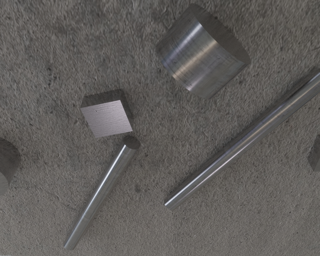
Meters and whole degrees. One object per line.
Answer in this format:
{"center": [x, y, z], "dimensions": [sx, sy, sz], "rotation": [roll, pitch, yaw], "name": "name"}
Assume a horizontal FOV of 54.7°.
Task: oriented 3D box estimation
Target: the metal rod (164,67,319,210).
{"center": [0.103, 0.032, 0.435], "dimensions": [0.025, 0.025, 0.299], "rotation": [28, 125, -22], "name": "metal rod"}

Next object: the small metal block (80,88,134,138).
{"center": [-0.065, -0.018, 0.391], "dimensions": [0.050, 0.025, 0.050], "rotation": [-11, 130, 9], "name": "small metal block"}

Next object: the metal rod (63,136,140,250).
{"center": [-0.106, 0.121, 0.509], "dimensions": [0.025, 0.025, 0.298], "rotation": [21, 127, -17], "name": "metal rod"}

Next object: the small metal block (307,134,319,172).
{"center": [0.246, 0.036, 0.440], "dimensions": [0.050, 0.025, 0.050], "rotation": [-1, 130, 0], "name": "small metal block"}

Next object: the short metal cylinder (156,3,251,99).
{"center": [0.043, -0.075, 0.307], "dimensions": [0.080, 0.080, 0.050], "rotation": [31, 123, -24], "name": "short metal cylinder"}

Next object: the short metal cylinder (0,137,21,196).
{"center": [-0.246, 0.054, 0.434], "dimensions": [0.081, 0.050, 0.079], "rotation": [0, 130, 0], "name": "short metal cylinder"}
